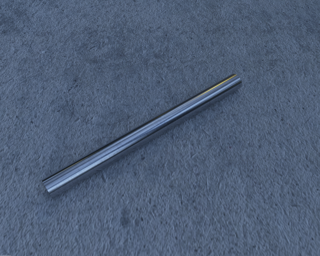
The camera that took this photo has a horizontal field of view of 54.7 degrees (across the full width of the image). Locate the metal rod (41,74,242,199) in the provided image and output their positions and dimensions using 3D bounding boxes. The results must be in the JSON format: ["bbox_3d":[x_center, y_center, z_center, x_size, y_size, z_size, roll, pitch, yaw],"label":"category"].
[{"bbox_3d":[-0.006,-0.001,0.406,0.302,0.025,0.025,-30,57,-23],"label":"metal rod"}]
